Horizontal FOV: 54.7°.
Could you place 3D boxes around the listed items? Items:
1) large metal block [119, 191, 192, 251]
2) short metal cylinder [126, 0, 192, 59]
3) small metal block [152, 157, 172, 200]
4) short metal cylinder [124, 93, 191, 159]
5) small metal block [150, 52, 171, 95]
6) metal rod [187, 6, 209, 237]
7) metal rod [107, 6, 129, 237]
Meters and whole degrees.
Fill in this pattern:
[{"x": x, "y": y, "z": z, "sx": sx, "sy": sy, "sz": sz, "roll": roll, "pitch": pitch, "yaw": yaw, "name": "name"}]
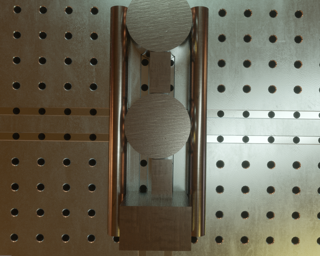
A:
[{"x": -0.005, "y": 0.112, "z": 0.386, "sx": 0.081, "sy": 0.080, "sz": 0.050, "roll": 1, "pitch": 90, "yaw": 0, "name": "large metal block"}, {"x": -0.001, "y": -0.132, "z": 0.400, "sx": 0.081, "sy": 0.050, "sz": 0.080, "roll": 0, "pitch": 90, "yaw": 0, "name": "short metal cylinder"}, {"x": 0.002, "y": 0.063, "z": 0.400, "sx": 0.025, "sy": 0.050, "sz": 0.050, "roll": 0, "pitch": 90, "yaw": 0, "name": "small metal block"}, {"x": -0.003, "y": -0.003, "z": 0.400, "sx": 0.081, "sy": 0.050, "sz": 0.080, "roll": 0, "pitch": 90, "yaw": 0, "name": "short metal cylinder"}, {"x": 0.000, "y": -0.068, "z": 0.399, "sx": 0.025, "sy": 0.050, "sz": 0.050, "roll": 1, "pitch": 90, "yaw": 0, "name": "small metal block"}, {"x": 0.050, "y": -0.008, "z": 0.413, "sx": 0.025, "sy": 0.025, "sz": 0.298, "roll": 1, "pitch": 90, "yaw": 0, "name": "metal rod"}, {"x": -0.055, "y": -0.009, "z": 0.412, "sx": 0.025, "sy": 0.025, "sz": 0.298, "roll": 1, "pitch": 90, "yaw": 0, "name": "metal rod"}]
